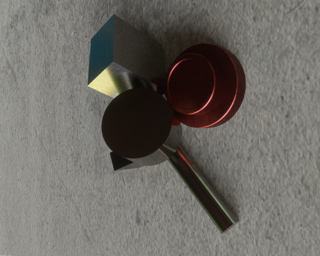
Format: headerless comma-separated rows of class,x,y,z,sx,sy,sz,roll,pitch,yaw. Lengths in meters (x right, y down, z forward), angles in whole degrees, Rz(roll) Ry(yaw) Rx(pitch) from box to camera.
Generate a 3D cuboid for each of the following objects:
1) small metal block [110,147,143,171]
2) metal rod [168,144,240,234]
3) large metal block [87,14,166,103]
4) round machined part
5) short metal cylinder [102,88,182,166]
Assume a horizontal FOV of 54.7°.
small metal block,-0.029,0.036,0.413,0.050,0.050,0.025,-26,73,36
metal rod,-0.003,0.003,0.408,0.025,0.025,0.300,-52,60,27
large metal block,-0.040,-0.080,0.388,0.050,0.080,0.080,-33,48,36
round machined part,0.044,-0.049,0.357,0.098,0.042,0.097,0,90,39
short metal cylinder,-0.019,0.000,0.356,0.080,0.050,0.080,-4,73,15
